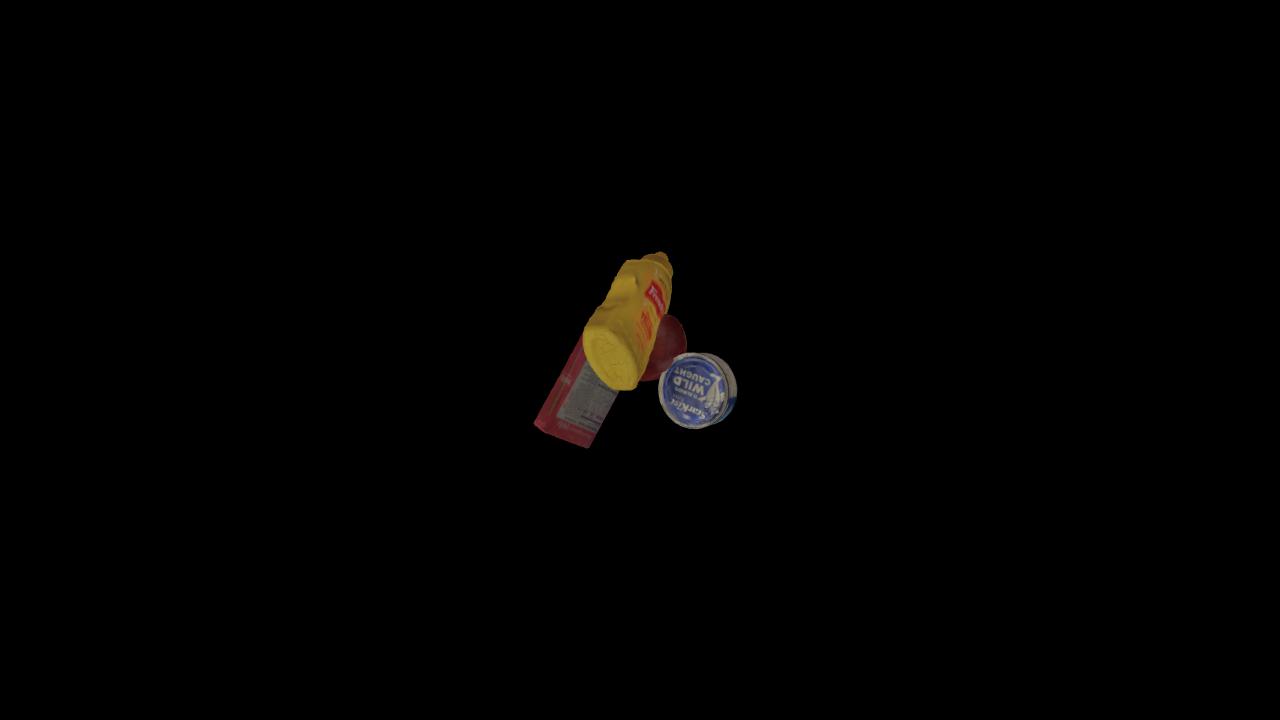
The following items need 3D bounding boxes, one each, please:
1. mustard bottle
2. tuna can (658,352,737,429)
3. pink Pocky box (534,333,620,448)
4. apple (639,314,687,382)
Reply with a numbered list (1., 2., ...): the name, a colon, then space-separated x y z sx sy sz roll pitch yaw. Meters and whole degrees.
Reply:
1. mustard bottle: -0.003 -0.060 0.675 0.054 0.092 0.184 -6 40 30
2. tuna can: 0.064 0.033 0.682 0.084 0.084 0.034 0 1 30
3. pink Pocky box: -0.061 0.028 0.759 0.029 0.155 0.084 25 -4 42
4. apple: 0.009 -0.015 0.703 0.093 0.079 0.079 -19 9 -27
